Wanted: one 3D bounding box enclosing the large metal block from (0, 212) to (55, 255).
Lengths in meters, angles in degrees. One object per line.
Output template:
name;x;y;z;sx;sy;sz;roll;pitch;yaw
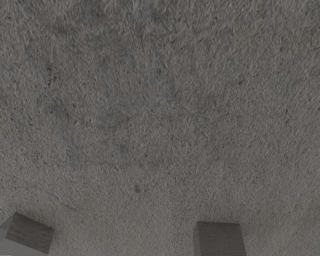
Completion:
large metal block;-0.254;0.208;0.565;0.080;0.050;0.080;36;121;-27

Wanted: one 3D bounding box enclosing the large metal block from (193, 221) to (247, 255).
large metal block;0.106;0.220;0.559;0.081;0.080;0.050;4;130;-4
